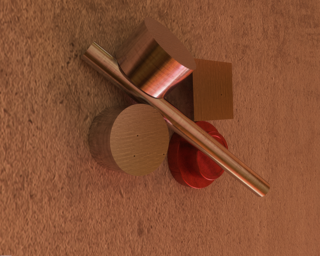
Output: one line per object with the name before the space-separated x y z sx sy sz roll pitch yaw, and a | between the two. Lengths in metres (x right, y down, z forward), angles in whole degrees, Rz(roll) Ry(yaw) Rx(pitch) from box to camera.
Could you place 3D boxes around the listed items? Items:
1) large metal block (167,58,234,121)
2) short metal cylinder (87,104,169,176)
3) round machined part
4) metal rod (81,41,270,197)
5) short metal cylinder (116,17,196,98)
large metal block | 0.057 -0.051 0.434 0.081 0.050 0.079 -4 93 -40
short metal cylinder | -0.036 0.013 0.361 0.081 0.050 0.080 0 90 -40
round machined part | 0.061 0.039 0.445 0.099 0.042 0.097 0 90 -40
metal rod | 0.033 0.000 0.389 0.301 0.025 0.025 38 66 -19
short metal cylinder | -0.004 -0.081 0.362 0.080 0.050 0.080 36 29 -23
